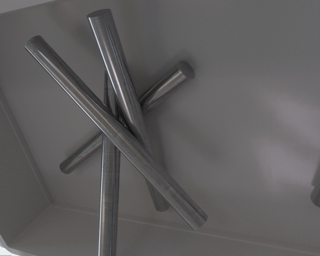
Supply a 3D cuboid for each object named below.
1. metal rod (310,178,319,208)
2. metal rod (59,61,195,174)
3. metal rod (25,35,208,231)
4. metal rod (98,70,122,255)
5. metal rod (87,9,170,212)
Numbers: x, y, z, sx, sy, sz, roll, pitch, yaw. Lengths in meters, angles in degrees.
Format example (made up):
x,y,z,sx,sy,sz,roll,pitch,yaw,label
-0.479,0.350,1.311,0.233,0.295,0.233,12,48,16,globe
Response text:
x,y,z,sx,sy,sz,roll,pitch,yaw,label
0.167,-0.005,0.242,0.025,0.025,0.299,15,148,20,metal rod
-0.066,0.001,0.444,0.299,0.025,0.025,-35,99,38,metal rod
-0.053,0.005,0.378,0.300,0.025,0.025,47,129,1,metal rod
-0.067,0.075,0.413,0.025,0.025,0.298,6,97,25,metal rod
-0.029,0.003,0.395,0.025,0.025,0.298,4,130,26,metal rod
